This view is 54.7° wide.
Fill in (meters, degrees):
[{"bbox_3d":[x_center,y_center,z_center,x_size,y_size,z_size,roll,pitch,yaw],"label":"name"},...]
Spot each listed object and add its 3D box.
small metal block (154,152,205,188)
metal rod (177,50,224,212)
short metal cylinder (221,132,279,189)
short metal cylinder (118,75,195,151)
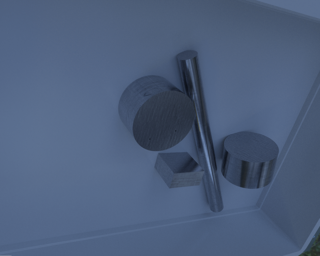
[{"bbox_3d":[0.027,0.059,0.446,0.050,0.050,0.025,0,118,-29],"label":"small metal block"},{"bbox_3d":[0.067,0.026,0.463,0.025,0.025,0.298,-26,128,-13],"label":"metal rod"},{"bbox_3d":[0.138,0.048,0.481,0.081,0.080,0.050,-14,125,-21],"label":"short metal cylinder"},{"bbox_3d":[-0.005,-0.019,0.380,0.081,0.050,0.079,-14,125,-21],"label":"short metal cylinder"}]
